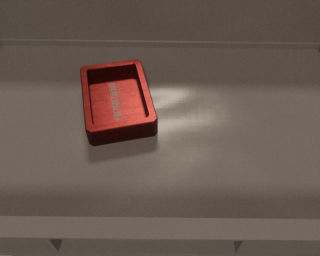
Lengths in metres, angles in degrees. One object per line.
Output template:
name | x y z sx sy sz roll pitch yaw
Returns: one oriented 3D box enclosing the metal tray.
metal tray | -0.060 -0.040 0.434 0.091 0.030 0.130 -9 51 -8
